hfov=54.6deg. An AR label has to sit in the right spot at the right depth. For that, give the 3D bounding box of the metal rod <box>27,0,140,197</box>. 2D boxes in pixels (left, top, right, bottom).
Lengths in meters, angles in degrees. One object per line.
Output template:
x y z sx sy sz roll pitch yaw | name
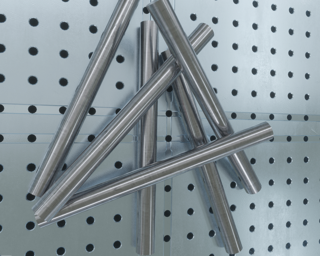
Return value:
-0.084 -0.059 0.381 0.025 0.025 0.299 26 81 -18 | metal rod

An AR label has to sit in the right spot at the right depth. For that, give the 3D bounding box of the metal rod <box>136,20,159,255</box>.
-0.016 0.012 0.406 0.025 0.025 0.298 1 90 -20 | metal rod

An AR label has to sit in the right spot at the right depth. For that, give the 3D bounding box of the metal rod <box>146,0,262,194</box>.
0.068 -0.024 0.400 0.025 0.025 0.299 -40 117 -15 | metal rod

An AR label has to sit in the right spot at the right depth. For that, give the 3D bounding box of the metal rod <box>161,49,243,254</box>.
0.060 0.036 0.434 0.025 0.025 0.299 -21 97 -19 | metal rod

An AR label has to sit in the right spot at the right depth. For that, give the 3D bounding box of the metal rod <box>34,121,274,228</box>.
-0.001 0.054 0.382 0.302 0.025 0.025 -20 97 -8 | metal rod

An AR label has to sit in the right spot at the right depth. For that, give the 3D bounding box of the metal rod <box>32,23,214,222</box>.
-0.035 -0.017 0.372 0.025 0.025 0.300 44 76 -15 | metal rod
